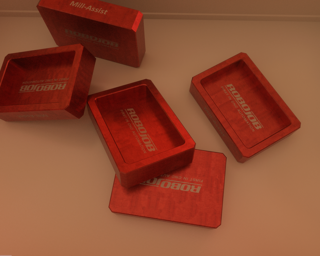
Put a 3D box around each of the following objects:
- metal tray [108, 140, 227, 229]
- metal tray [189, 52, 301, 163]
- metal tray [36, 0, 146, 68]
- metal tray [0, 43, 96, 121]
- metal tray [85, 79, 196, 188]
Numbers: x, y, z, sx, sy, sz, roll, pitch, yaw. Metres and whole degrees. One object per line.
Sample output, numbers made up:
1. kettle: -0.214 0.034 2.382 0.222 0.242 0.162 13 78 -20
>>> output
1. metal tray: 0.011 0.069 0.382 0.131 0.030 0.090 8 70 2
2. metal tray: 0.111 -0.030 0.419 0.090 0.030 0.130 -28 73 -10
3. metal tray: -0.088 -0.133 0.422 0.131 0.090 0.030 16 71 5
4. metal tray: -0.153 -0.057 0.401 0.130 0.030 0.090 -1 68 22
5. metal tray: -0.027 0.000 0.377 0.091 0.030 0.130 -19 52 -18
